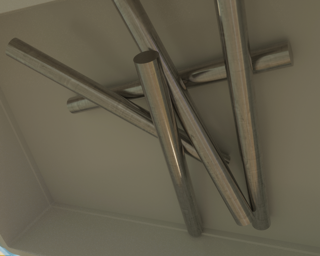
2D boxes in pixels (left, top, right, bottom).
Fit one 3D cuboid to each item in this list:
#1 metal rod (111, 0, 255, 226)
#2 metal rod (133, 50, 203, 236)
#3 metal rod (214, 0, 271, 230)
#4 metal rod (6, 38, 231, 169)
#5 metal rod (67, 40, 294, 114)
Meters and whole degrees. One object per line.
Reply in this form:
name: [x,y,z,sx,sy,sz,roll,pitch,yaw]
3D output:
metal rod: [0.035,-0.010,0.350,0.025,0.025,0.299,-19,109,35]
metal rod: [0.021,0.045,0.383,0.025,0.025,0.299,6,134,25]
metal rod: [0.096,0.006,0.338,0.025,0.025,0.298,1,126,28]
metal rod: [-0.049,-0.026,0.386,0.301,0.025,0.025,29,129,-3]
metal rod: [-0.001,-0.052,0.376,0.300,0.025,0.025,-9,114,32]
